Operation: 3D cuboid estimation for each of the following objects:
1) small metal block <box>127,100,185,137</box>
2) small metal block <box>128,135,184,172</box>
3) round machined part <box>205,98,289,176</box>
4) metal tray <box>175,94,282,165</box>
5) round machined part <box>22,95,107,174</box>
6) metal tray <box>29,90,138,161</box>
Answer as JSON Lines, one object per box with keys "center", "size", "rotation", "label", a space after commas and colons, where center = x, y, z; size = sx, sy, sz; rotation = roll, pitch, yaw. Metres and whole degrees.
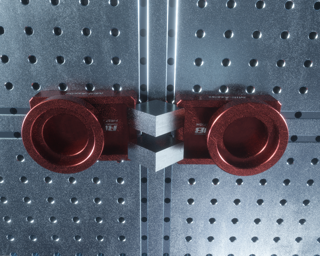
{"center": [-0.005, -0.014, 0.380], "size": [0.050, 0.050, 0.025], "rotation": [19, 117, 41], "label": "small metal block"}
{"center": [-0.005, 0.028, 0.394], "size": [0.050, 0.050, 0.025], "rotation": [19, 117, 41], "label": "small metal block"}
{"center": [0.107, 0.008, 0.395], "size": [0.099, 0.042, 0.097], "rotation": [0, 110, 0], "label": "round machined part"}
{"center": [0.086, 0.003, 0.413], "size": [0.131, 0.030, 0.089], "rotation": [1, 110, -1], "label": "metal tray"}
{"center": [-0.117, 0.005, 0.392], "size": [0.099, 0.042, 0.097], "rotation": [0, 110, 0], "label": "round machined part"}
{"center": [-0.095, -0.002, 0.410], "size": [0.131, 0.030, 0.089], "rotation": [-1, 112, 0], "label": "metal tray"}
